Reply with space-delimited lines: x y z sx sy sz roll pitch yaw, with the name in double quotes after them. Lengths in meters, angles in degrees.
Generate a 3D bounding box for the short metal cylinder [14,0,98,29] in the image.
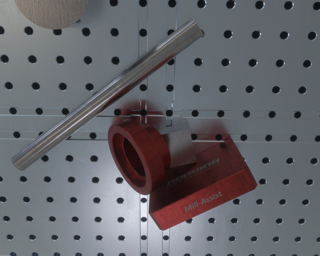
-0.113 -0.152 0.343 0.081 0.050 0.079 0 110 0 "short metal cylinder"

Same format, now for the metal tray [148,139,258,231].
0.050 0.071 0.405 0.130 0.090 0.030 -27 108 9 "metal tray"

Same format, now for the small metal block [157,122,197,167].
0.019 0.025 0.423 0.050 0.025 0.050 -12 110 4 "small metal block"

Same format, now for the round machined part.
-0.023 0.033 0.397 0.042 0.098 0.097 -26 113 -29 "round machined part"

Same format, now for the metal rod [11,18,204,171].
-0.075 -0.036 0.399 0.300 0.025 0.025 -35 107 12 "metal rod"
